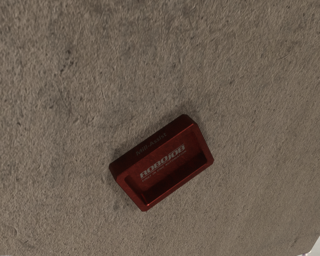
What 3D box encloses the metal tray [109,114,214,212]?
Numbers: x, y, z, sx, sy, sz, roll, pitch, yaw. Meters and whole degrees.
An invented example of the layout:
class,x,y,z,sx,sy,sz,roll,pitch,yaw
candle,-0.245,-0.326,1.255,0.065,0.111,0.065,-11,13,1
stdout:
class,x,y,z,sx,sy,sz,roll,pitch,yaw
metal tray,0.006,0.051,0.439,0.130,0.030,0.090,-35,129,-6
